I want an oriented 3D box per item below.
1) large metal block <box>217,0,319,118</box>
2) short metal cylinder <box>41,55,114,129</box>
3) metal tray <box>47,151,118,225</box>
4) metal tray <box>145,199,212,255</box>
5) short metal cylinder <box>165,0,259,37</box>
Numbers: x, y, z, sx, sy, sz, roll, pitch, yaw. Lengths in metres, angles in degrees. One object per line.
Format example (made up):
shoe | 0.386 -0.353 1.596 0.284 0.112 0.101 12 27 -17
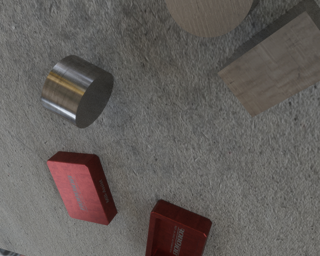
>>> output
large metal block | 0.108 -0.065 0.274 0.080 0.080 0.050 -34 100 38
short metal cylinder | -0.103 -0.046 0.397 0.050 0.080 0.079 29 128 10
metal tray | -0.134 0.105 0.539 0.090 0.030 0.129 2 120 27
metal tray | 0.026 0.185 0.504 0.090 0.030 0.129 19 126 17
short metal cylinder | 0.051 -0.129 0.284 0.080 0.050 0.079 13 124 21
